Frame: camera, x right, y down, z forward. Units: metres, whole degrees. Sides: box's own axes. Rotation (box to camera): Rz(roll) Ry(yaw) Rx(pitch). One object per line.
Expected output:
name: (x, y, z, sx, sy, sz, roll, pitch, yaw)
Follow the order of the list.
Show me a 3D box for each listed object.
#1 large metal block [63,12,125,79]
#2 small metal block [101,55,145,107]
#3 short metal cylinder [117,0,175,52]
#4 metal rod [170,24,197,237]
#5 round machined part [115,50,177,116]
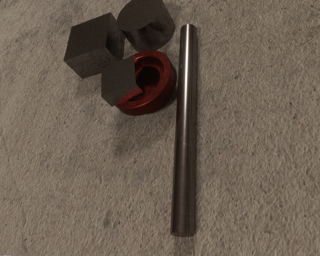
large metal block: (-0.109, -0.139, 0.528, 0.080, 0.050, 0.080, -12, 57, 21)
small metal block: (-0.050, -0.063, 0.413, 0.050, 0.025, 0.050, -18, 55, 17)
short metal cylinder: (-0.022, -0.169, 0.502, 0.080, 0.050, 0.080, -13, 56, 20)
metal rod: (0.033, -0.019, 0.396, 0.025, 0.025, 0.299, -9, 58, 23)
round machined part: (-0.021, -0.059, 0.439, 0.098, 0.042, 0.098, -13, 56, 20)
